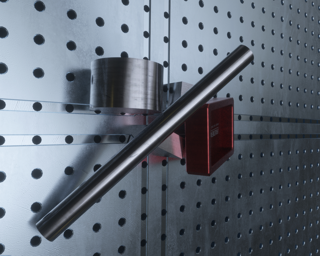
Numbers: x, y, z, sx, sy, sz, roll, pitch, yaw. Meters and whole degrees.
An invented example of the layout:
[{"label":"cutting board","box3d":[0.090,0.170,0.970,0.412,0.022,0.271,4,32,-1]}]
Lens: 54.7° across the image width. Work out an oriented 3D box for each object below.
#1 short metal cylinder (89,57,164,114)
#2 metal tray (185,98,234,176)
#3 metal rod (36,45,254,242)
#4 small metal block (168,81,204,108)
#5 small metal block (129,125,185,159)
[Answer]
[{"label":"short metal cylinder","box3d":[-0.037,-0.044,0.344,0.081,0.080,0.050,3,88,-40]},{"label":"metal tray","box3d":[0.074,0.006,0.433,0.131,0.030,0.089,-18,108,-62]},{"label":"metal rod","box3d":[-0.007,0.008,0.344,0.301,0.025,0.025,-42,117,-11]},{"label":"small metal block","box3d":[0.039,-0.036,0.444,0.050,0.025,0.050,9,85,-40]},{"label":"small metal block","box3d":[-0.003,0.017,0.393,0.050,0.050,0.025,29,72,-37]}]
